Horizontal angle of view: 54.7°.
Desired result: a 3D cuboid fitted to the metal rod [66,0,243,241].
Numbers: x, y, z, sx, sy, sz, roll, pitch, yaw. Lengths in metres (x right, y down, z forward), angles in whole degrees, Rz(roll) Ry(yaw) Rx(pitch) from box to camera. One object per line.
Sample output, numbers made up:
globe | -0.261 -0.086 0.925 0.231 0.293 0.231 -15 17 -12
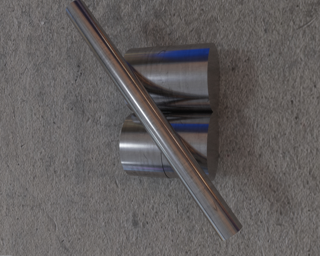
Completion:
metal rod | -0.014 -0.018 0.330 0.025 0.025 0.299 -38 78 16

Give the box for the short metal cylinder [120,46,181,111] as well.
short metal cylinder | -0.008 -0.060 0.384 0.050 0.080 0.079 1 90 20

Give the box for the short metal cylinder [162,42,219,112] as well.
short metal cylinder | 0.039 -0.059 0.367 0.050 0.080 0.079 1 90 20

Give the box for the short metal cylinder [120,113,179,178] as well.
short metal cylinder | -0.009 0.021 0.384 0.050 0.080 0.079 1 90 20

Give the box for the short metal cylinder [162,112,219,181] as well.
short metal cylinder | 0.039 0.021 0.367 0.050 0.080 0.079 1 90 20
